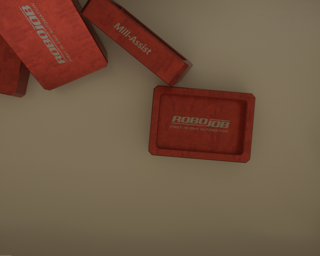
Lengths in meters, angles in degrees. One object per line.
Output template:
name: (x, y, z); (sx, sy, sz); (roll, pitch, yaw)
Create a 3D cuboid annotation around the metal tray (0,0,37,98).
metal tray: (-0.215, -0.113, 0.406); (0.091, 0.030, 0.129); (12, 90, -1)

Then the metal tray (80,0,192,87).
metal tray: (-0.022, -0.106, 0.376); (0.130, 0.090, 0.030); (39, 105, -1)

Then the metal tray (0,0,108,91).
metal tray: (-0.130, -0.115, 0.363); (0.090, 0.030, 0.130); (-22, 132, 7)

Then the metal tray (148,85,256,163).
metal tray: (0.054, -0.005, 0.409); (0.131, 0.030, 0.089); (5, 90, -1)
